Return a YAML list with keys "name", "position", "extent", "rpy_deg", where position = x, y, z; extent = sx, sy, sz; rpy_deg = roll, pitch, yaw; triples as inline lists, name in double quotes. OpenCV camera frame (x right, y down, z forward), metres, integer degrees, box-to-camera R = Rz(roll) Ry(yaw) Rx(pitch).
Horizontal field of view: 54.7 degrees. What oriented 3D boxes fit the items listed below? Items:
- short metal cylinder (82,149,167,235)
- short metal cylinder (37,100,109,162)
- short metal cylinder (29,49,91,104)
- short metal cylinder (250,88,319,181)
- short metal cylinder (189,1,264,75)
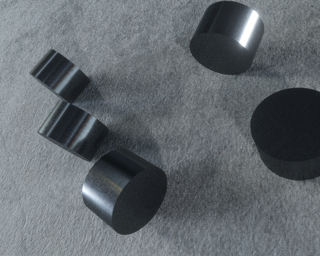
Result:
- name: "short metal cylinder"
  position: [-0.038, 0.069, 0.344]
  extent: [0.050, 0.080, 0.080]
  rpy_deg: [26, 76, 36]
- name: "short metal cylinder"
  position: [-0.118, 0.005, 0.425]
  extent: [0.080, 0.080, 0.050]
  rpy_deg: [18, 72, 35]
- name: "short metal cylinder"
  position: [-0.161, -0.081, 0.500]
  extent: [0.080, 0.080, 0.050]
  rpy_deg: [30, 78, 37]
- name: "short metal cylinder"
  position: [0.137, 0.007, 0.312]
  extent: [0.080, 0.050, 0.080]
  rpy_deg: [-13, 56, 20]
- name: "short metal cylinder"
  position: [0.084, -0.112, 0.392]
  extent: [0.080, 0.080, 0.050]
  rpy_deg: [13, 69, 33]
